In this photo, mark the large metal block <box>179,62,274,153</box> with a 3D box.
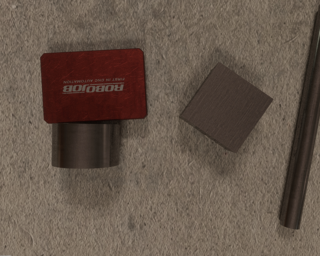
[{"bbox_3d":[0.082,-0.025,0.399,0.080,0.050,0.080,35,90,-1],"label":"large metal block"}]

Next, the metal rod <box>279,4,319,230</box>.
[{"bbox_3d":[0.199,-0.016,0.412,0.025,0.025,0.298,10,90,-1],"label":"metal rod"}]

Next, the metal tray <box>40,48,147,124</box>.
[{"bbox_3d":[-0.084,-0.054,0.406,0.131,0.030,0.089,-3,90,-1],"label":"metal tray"}]

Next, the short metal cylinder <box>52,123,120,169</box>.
[{"bbox_3d":[-0.091,0.020,0.381,0.081,0.080,0.050,1,90,-1],"label":"short metal cylinder"}]
